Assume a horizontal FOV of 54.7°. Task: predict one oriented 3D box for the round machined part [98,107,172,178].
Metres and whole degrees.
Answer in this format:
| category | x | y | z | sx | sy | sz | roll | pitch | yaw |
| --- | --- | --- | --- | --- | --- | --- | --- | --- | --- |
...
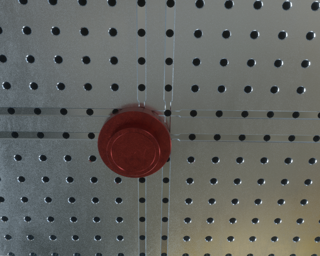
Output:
| category | x | y | z | sx | sy | sz | roll | pitch | yaw |
| --- | --- | --- | --- | --- | --- | --- | --- | --- | --- |
| round machined part | -0.034 | 0.025 | 0.413 | 0.099 | 0.042 | 0.097 | 0 | 110 | -1 |
